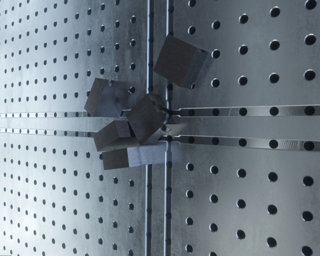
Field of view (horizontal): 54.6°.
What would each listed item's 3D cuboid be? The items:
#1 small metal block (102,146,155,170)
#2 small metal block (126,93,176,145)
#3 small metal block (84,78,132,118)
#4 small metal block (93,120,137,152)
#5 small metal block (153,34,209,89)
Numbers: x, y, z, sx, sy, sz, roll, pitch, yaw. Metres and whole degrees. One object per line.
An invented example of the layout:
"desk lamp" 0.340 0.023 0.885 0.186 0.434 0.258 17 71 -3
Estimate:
"small metal block" -0.043 0.042 0.430 0.050 0.050 0.025 -12 82 39
"small metal block" -0.013 -0.011 0.422 0.050 0.025 0.050 -42 65 32
"small metal block" -0.077 -0.043 0.458 0.025 0.050 0.050 39 114 33
"small metal block" -0.058 0.011 0.443 0.050 0.050 0.025 -31 71 36
"small metal block" 0.025 -0.083 0.390 0.050 0.025 0.050 36 112 34
